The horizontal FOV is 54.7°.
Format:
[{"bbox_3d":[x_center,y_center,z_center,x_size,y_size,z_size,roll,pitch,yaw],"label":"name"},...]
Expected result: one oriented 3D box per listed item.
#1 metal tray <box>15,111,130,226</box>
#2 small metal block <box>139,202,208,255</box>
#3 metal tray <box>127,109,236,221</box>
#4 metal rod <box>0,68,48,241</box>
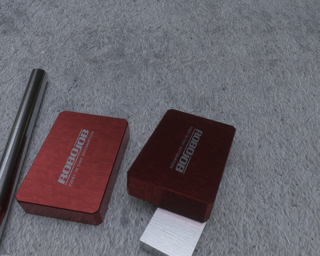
[{"bbox_3d":[-0.095,0.041,0.364,0.090,0.030,0.130,8,50,6],"label":"metal tray"},{"bbox_3d":[0.014,0.107,0.313,0.050,0.025,0.050,22,53,17],"label":"small metal block"},{"bbox_3d":[0.029,0.034,0.355,0.090,0.030,0.130,17,40,13],"label":"metal tray"},{"bbox_3d":[-0.176,0.034,0.371,0.025,0.025,0.300,-1,50,-2],"label":"metal rod"}]
